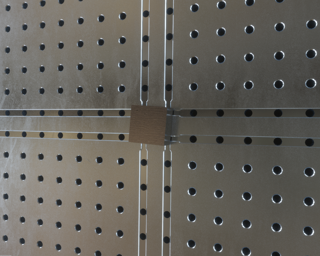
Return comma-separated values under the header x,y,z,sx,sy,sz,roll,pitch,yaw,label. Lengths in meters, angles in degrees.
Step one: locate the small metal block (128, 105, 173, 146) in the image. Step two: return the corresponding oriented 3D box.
x,y,z,sx,sy,sz,roll,pitch,yaw,label
-0.012,-0.004,0.416,0.050,0.025,0.050,5,92,19,small metal block
